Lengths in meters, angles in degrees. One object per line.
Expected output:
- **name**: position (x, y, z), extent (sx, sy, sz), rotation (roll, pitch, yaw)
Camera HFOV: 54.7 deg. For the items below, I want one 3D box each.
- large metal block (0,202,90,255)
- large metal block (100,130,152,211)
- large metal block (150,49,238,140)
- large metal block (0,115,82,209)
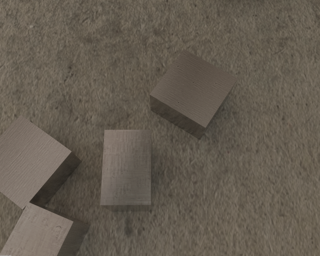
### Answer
- **large metal block**: position (-0.123, 0.131, 0.330), extent (0.050, 0.080, 0.080), rotation (21, 71, 7)
- **large metal block**: position (-0.035, 0.053, 0.359), extent (0.050, 0.080, 0.080), rotation (0, 70, 0)
- **large metal block**: position (0.043, -0.044, 0.411), extent (0.080, 0.050, 0.080), rotation (32, 73, 10)
- **large metal block**: position (-0.158, 0.044, 0.377), extent (0.080, 0.050, 0.080), rotation (34, 73, 11)
